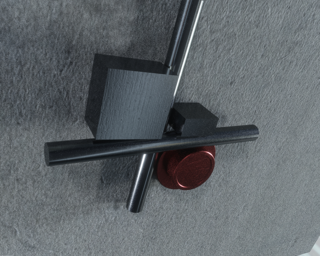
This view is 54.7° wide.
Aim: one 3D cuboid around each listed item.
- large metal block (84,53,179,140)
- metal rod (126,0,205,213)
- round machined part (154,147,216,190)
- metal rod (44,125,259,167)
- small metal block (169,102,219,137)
[{"bbox_3d":[-0.035,-0.034,0.352,0.081,0.050,0.079,1,118,-29],"label":"large metal block"},{"bbox_3d":[-0.001,-0.013,0.402,0.025,0.025,0.298,2,118,-30],"label":"metal rod"},{"bbox_3d":[0.040,0.052,0.452,0.099,0.042,0.097,-14,125,-21],"label":"round machined part"},{"bbox_3d":[0.013,0.017,0.395,0.303,0.025,0.025,-4,121,-31],"label":"metal rod"},{"bbox_3d":[0.040,-0.013,0.408,0.050,0.050,0.025,-2,119,-28],"label":"small metal block"}]
